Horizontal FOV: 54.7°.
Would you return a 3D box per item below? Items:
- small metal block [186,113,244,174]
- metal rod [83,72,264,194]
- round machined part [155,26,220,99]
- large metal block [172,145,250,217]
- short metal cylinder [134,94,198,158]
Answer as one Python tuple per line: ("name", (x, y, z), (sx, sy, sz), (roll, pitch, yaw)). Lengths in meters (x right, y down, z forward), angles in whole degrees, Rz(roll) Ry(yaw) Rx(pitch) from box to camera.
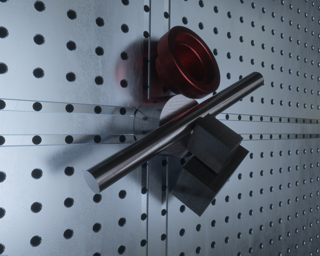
("small metal block", (0.064, 0.019, 0.369), (0.025, 0.050, 0.050), (-37, 155, -34))
("metal rod", (0.041, -0.011, 0.380), (0.302, 0.025, 0.025), (-31, 109, -36))
("round machined part", (0.033, -0.082, 0.412), (0.099, 0.042, 0.098), (25, 52, -35))
("large metal block", (0.067, 0.062, 0.421), (0.080, 0.050, 0.080), (-43, 161, -32))
("short metal cylinder", (0.014, -0.003, 0.406), (0.081, 0.050, 0.079), (0, 90, -40))
